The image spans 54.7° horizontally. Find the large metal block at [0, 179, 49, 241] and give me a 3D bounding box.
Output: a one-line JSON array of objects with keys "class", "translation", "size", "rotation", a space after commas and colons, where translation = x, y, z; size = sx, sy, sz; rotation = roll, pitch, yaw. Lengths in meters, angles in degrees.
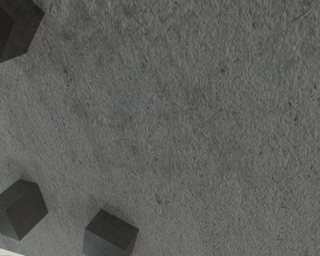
[{"class": "large metal block", "translation": [-0.281, 0.162, 0.620], "size": [0.050, 0.080, 0.079], "rotation": [8, 122, 24]}]

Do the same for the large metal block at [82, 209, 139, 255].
[{"class": "large metal block", "translation": [-0.092, 0.208, 0.568], "size": [0.080, 0.050, 0.079], "rotation": [25, 127, 13]}]

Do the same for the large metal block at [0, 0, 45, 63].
[{"class": "large metal block", "translation": [-0.214, -0.148, 0.412], "size": [0.080, 0.050, 0.080], "rotation": [45, 129, -4]}]
